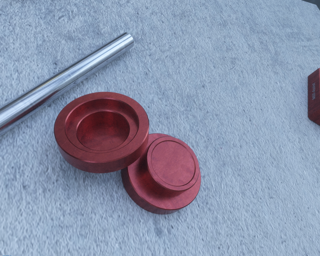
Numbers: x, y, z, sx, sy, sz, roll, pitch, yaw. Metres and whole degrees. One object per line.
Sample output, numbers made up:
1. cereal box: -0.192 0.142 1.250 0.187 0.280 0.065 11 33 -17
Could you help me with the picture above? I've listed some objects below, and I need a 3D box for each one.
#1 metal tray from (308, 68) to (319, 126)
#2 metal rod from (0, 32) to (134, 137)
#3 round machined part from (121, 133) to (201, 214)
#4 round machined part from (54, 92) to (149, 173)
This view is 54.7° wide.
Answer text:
1. metal tray: 0.343 -0.051 0.620 0.090 0.030 0.130 29 52 -10
2. metal rod: -0.129 -0.045 0.362 0.025 0.025 0.301 43 51 1
3. round machined part: 0.007 0.049 0.369 0.099 0.042 0.098 14 56 -21
4. round machined part: -0.062 0.008 0.341 0.099 0.042 0.098 2 50 -3
